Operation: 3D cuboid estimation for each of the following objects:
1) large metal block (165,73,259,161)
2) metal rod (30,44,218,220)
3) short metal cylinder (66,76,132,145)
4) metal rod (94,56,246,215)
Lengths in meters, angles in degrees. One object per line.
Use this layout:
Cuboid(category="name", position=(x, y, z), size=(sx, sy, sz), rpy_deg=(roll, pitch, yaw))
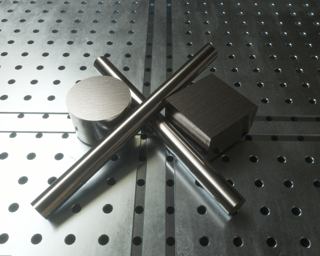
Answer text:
Cuboid(category="large metal block", position=(0.063, -0.015, 0.399), size=(0.081, 0.050, 0.080), rpy_deg=(-31, 57, -24))
Cuboid(category="metal rod", position=(-0.029, -0.009, 0.383), size=(0.025, 0.025, 0.301), rpy_deg=(35, 66, 25))
Cuboid(category="short metal cylinder", position=(-0.077, -0.023, 0.405), size=(0.081, 0.050, 0.080), rpy_deg=(0, 50, 0))
Cuboid(category="metal rod", position=(-0.005, -0.008, 0.409), size=(0.025, 0.025, 0.300), rpy_deg=(-29, 56, -22))
